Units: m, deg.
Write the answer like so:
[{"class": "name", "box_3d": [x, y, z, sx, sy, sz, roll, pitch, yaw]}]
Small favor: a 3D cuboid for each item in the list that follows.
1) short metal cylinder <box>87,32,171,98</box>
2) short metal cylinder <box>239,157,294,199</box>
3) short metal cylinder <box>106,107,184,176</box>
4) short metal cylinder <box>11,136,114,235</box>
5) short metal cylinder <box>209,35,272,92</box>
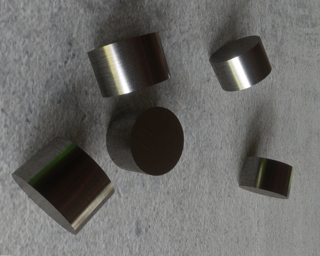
[{"class": "short metal cylinder", "box_3d": [-0.033, -0.070, 0.343, 0.081, 0.080, 0.050, -27, 108, -37]}, {"class": "short metal cylinder", "box_3d": [0.179, 0.084, 0.522, 0.080, 0.080, 0.050, 27, 73, -37]}, {"class": "short metal cylinder", "box_3d": [-0.017, 0.015, 0.376, 0.081, 0.050, 0.079, 0, 90, -40]}, {"class": "short metal cylinder", "box_3d": [-0.091, 0.054, 0.294, 0.050, 0.080, 0.080, -47, 119, -30]}, {"class": "short metal cylinder", "box_3d": [0.123, -0.099, 0.474, 0.080, 0.080, 0.050, -45, 118, -31]}]
